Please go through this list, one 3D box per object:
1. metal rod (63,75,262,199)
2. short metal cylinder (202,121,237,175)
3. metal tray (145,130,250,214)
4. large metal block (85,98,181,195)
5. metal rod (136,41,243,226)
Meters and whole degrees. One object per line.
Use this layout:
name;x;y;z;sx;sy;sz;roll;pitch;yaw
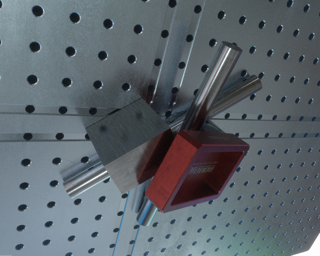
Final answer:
metal rod;0.011;0.007;0.424;0.301;0.025;0.025;-30;129;-10
short metal cylinder;0.066;0.034;0.453;0.081;0.050;0.079;-14;125;-21
metal tray;0.050;0.050;0.377;0.131;0.030;0.089;5;118;-52
large metal block;-0.033;0.019;0.370;0.080;0.080;0.050;-30;129;-10
metal rod;0.027;0.028;0.415;0.025;0.025;0.298;4;126;-31
